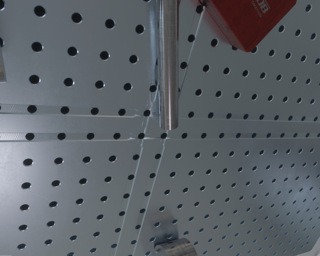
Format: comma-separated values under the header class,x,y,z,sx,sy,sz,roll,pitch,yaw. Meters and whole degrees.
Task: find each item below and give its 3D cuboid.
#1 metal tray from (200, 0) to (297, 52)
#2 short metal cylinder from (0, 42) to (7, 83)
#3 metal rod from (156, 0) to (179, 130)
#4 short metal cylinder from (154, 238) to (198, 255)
class,x,y,z,sx,sy,sz,roll,pitch,yaw
metal tray,0.097,-0.164,0.360,0.090,0.030,0.130,-47,129,5
short metal cylinder,-0.157,-0.073,0.245,0.050,0.080,0.079,-11,123,-23
metal rod,0.008,-0.129,0.335,0.025,0.025,0.298,-15,125,-20
short metal cylinder,0.028,0.239,0.539,0.050,0.080,0.079,-6,121,-26
